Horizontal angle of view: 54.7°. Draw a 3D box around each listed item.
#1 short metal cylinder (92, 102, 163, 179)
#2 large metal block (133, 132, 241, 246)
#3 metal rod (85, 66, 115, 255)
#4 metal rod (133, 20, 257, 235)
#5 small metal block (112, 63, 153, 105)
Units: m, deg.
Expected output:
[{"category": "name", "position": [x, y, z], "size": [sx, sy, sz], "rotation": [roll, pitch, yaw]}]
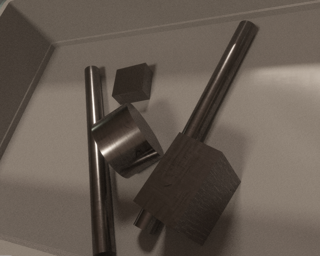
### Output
[{"category": "short metal cylinder", "position": [-0.038, 0.015, 0.380], "size": [0.050, 0.080, 0.080], "rotation": [-33, 52, 6]}, {"category": "large metal block", "position": [0.032, 0.063, 0.314], "size": [0.050, 0.080, 0.080], "rotation": [26, 76, 36]}, {"category": "metal rod", "position": [-0.089, 0.024, 0.435], "size": [0.025, 0.025, 0.299], "rotation": [-23, 53, 14]}, {"category": "metal rod", "position": [0.051, -0.013, 0.385], "size": [0.025, 0.025, 0.300], "rotation": [18, 71, 34]}, {"category": "small metal block", "position": [-0.041, -0.066, 0.466], "size": [0.050, 0.025, 0.050], "rotation": [-8, 58, 23]}]
